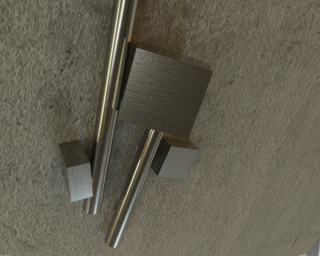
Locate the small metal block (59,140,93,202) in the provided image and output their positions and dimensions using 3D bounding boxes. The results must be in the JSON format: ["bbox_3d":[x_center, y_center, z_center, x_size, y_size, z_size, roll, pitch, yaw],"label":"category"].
[{"bbox_3d":[-0.100,0.050,0.368,0.025,0.050,0.050,-11,123,-23],"label":"small metal block"}]

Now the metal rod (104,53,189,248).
[{"bbox_3d":[-0.023,0.044,0.423,0.025,0.025,0.298,8,115,-32],"label":"metal rod"}]

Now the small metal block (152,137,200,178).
[{"bbox_3d":[0.021,0.044,0.447,0.050,0.025,0.050,10,113,-33],"label":"small metal block"}]

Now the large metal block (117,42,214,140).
[{"bbox_3d":[0.005,-0.042,0.347,0.080,0.050,0.079,16,111,-5],"label":"large metal block"}]

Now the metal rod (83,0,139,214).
[{"bbox_3d":[-0.060,-0.021,0.361,0.025,0.025,0.298,-1,119,-29],"label":"metal rod"}]
